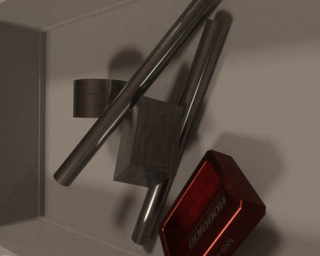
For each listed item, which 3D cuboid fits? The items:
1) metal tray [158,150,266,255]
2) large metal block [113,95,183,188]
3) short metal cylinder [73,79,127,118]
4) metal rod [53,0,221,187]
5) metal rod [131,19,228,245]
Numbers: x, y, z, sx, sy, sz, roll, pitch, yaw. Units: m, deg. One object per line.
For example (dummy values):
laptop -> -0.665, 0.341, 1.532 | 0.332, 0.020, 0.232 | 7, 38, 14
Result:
metal tray -> 0.047, 0.100, 0.335 | 0.129, 0.030, 0.090 | -61, 24, 22
large metal block -> -0.015, 0.020, 0.364 | 0.080, 0.050, 0.080 | 134, 147, -61
short metal cylinder -> -0.080, -0.039, 0.434 | 0.080, 0.081, 0.050 | 2, 91, 39
metal rod -> -0.032, -0.046, 0.378 | 0.299, 0.025, 0.025 | -50, 60, 9
metal rod -> 0.019, 0.017, 0.389 | 0.025, 0.025, 0.298 | 30, 108, 36
